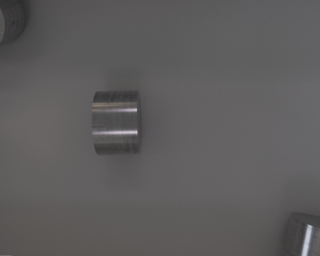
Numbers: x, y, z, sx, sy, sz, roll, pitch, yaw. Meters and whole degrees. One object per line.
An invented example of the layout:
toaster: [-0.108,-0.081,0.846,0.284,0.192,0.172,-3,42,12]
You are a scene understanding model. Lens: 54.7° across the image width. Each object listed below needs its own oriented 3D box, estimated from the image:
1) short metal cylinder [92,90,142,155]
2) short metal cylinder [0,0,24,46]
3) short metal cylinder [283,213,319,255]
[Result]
short metal cylinder: [-0.050,-0.006,0.383,0.050,0.080,0.080,-1,90,0]
short metal cylinder: [-0.219,-0.139,0.382,0.080,0.050,0.079,1,116,3]
short metal cylinder: [0.201,0.143,0.385,0.080,0.080,0.050,11,90,0]
